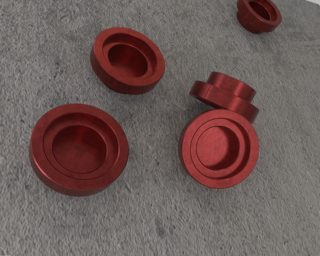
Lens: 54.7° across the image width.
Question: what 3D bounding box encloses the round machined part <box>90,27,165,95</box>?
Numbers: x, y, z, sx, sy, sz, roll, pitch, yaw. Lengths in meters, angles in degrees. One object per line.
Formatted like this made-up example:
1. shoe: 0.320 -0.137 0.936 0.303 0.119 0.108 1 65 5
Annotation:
1. round machined part: -0.046 -0.085 0.420 0.099 0.042 0.098 14 56 -21

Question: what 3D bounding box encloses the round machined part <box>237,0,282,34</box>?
1. round machined part: 0.200 -0.235 0.644 0.099 0.042 0.098 14 56 -21

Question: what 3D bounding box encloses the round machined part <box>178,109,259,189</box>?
1. round machined part: 0.071 0.025 0.396 0.099 0.042 0.097 0 92 -8

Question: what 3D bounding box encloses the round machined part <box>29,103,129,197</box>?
1. round machined part: -0.087 0.026 0.330 0.099 0.042 0.098 14 56 -21

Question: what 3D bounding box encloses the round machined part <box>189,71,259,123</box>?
1. round machined part: 0.094 -0.046 0.434 0.098 0.098 0.042 25 95 -13
